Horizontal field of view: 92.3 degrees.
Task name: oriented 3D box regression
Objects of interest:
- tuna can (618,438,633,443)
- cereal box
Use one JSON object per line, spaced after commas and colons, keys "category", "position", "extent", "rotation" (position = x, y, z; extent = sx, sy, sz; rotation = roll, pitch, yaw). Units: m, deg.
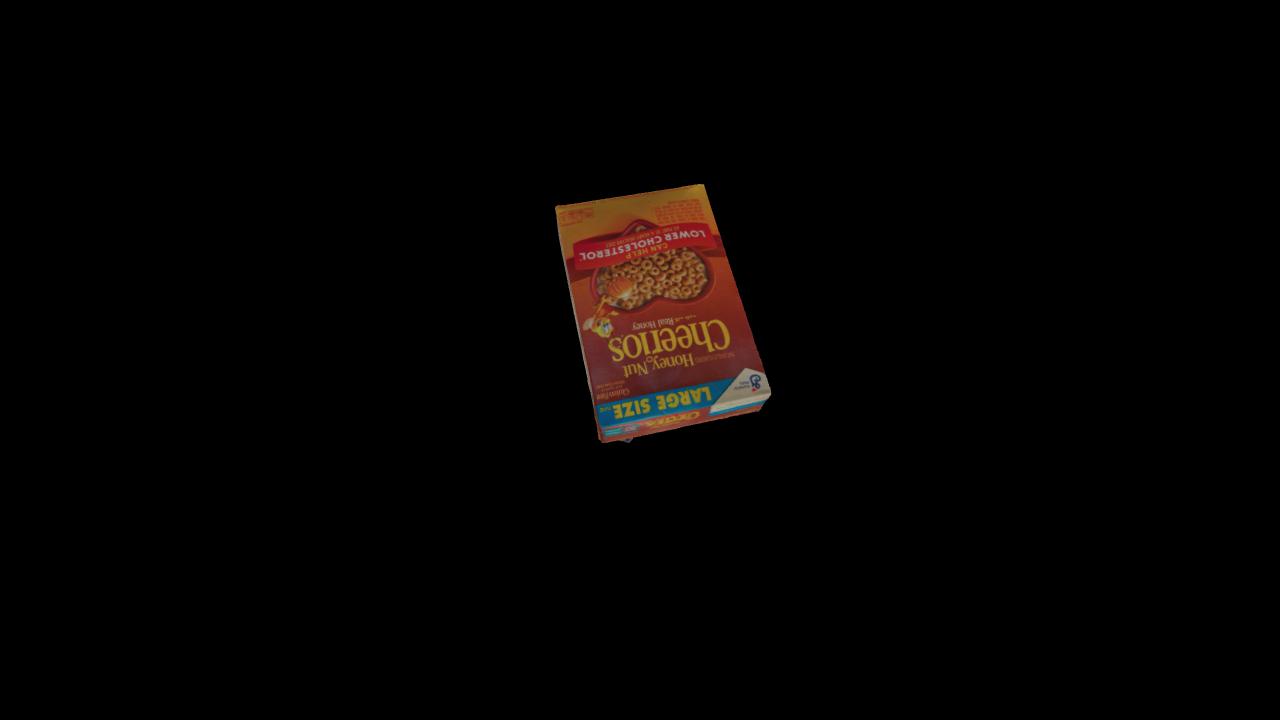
{"category": "tuna can", "position": [-0.023, 0.058, 0.758], "extent": [0.034, 0.084, 0.084], "rotation": [11, -2, -12]}
{"category": "cereal box", "position": [0.020, -0.065, 0.766], "extent": [0.203, 0.306, 0.081], "rotation": [-10, -23, -7]}
